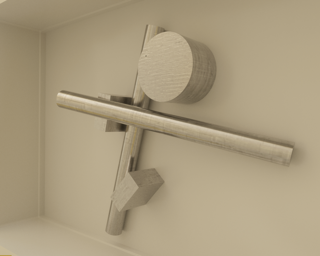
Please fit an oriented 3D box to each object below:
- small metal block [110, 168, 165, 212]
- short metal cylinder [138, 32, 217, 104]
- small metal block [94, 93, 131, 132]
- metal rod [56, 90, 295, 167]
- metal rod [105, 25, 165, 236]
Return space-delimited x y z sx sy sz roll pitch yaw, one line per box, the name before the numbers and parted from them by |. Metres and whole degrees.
small metal block | -0.030 0.082 0.413 0.025 0.050 0.050 51 120 27
short metal cylinder | 0.020 -0.070 0.372 0.080 0.050 0.079 0 90 39
small metal block | -0.063 -0.022 0.440 0.025 0.050 0.050 16 100 38
metal rod | -0.003 -0.007 0.366 0.301 0.025 0.025 14 99 25
metal rod | -0.037 0.010 0.435 0.025 0.025 0.298 20 103 38
